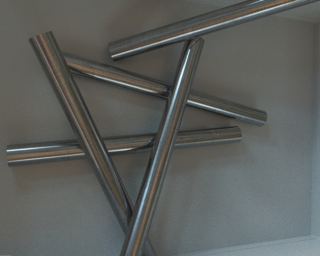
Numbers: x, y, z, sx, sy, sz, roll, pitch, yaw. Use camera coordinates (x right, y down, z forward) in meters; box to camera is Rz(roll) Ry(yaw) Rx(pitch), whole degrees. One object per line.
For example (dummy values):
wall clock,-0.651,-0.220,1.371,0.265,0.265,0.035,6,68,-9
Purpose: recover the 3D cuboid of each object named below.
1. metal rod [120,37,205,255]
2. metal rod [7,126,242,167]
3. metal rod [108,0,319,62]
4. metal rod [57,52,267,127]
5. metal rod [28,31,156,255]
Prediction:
metal rod,0.003,0.026,0.380,0.025,0.025,0.299,20,80,-19
metal rod,-0.029,0.020,0.400,0.303,0.025,0.025,-4,92,-20
metal rod,0.084,-0.135,0.378,0.301,0.025,0.025,-15,96,5
metal rod,0.016,-0.047,0.417,0.302,0.025,0.025,13,86,-20
metal rod,-0.069,0.038,0.360,0.025,0.025,0.298,-28,109,-18
